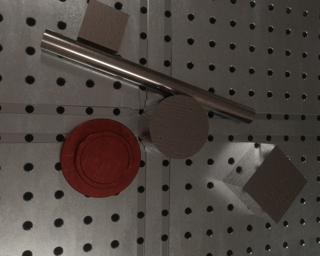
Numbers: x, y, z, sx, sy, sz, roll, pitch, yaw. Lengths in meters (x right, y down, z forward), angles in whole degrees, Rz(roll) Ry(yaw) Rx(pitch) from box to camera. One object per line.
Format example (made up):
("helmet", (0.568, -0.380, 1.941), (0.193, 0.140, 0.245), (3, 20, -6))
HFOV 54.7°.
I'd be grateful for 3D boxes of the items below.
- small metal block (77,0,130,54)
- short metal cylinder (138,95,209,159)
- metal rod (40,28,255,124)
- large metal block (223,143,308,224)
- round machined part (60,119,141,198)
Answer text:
("small metal block", (-0.072, -0.125, 0.387), (0.050, 0.025, 0.050), (18, 84, -20))
("short metal cylinder", (0.016, -0.001, 0.407), (0.081, 0.050, 0.079), (0, 90, -21))
("metal rod", (-0.001, -0.061, 0.413), (0.302, 0.025, 0.025), (18, 84, -20))
("large metal block", (0.156, 0.079, 0.459), (0.080, 0.050, 0.080), (46, 76, -15))
("round machined part", (-0.070, 0.037, 0.378), (0.099, 0.042, 0.097), (0, 90, -21))
